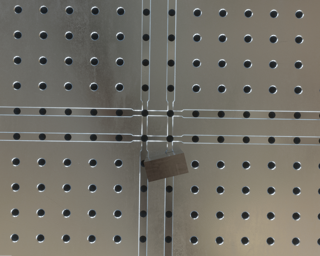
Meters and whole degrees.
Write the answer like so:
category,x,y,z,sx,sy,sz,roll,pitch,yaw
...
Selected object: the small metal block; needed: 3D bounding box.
category,x,y,z,sx,sy,sz,roll,pitch,yaw
small metal block,0.008,0.048,0.401,0.050,0.050,0.025,-13,90,0
